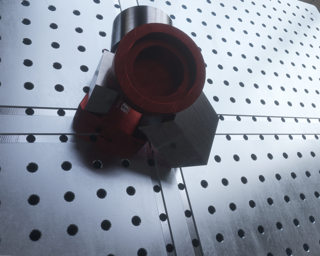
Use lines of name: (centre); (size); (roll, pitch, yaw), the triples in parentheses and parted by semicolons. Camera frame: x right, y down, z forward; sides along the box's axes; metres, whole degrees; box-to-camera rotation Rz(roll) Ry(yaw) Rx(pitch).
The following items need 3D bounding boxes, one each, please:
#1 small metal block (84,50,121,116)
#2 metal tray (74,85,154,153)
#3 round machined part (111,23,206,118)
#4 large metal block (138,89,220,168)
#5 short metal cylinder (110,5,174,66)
small metal block: (-0.062, -0.050, 0.350); (0.025, 0.050, 0.050); (18, 55, -19)
metal tray: (-0.041, -0.042, 0.410); (0.090, 0.030, 0.130); (30, 52, -9)
round machined part: (-0.004, -0.059, 0.337); (0.099, 0.042, 0.097); (3, 81, -17)
large metal block: (0.028, -0.007, 0.390); (0.080, 0.050, 0.080); (52, 44, -32)
short metal cylinder: (-0.021, -0.103, 0.387); (0.081, 0.080, 0.050); (13, 57, -22)
